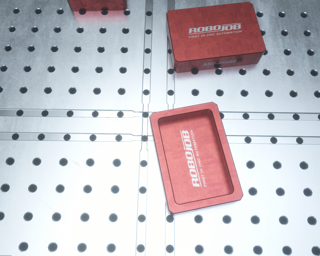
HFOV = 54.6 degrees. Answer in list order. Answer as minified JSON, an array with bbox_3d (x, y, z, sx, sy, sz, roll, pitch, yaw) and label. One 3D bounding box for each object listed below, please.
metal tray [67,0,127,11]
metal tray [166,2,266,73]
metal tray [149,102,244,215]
[{"bbox_3d":[-0.099,-0.252,0.501,0.090,0.030,0.130,-1,70,-1],"label":"metal tray"},{"bbox_3d":[0.079,-0.135,0.459,0.131,0.030,0.090,-7,70,-3],"label":"metal tray"},{"bbox_3d":[0.042,0.037,0.395,0.091,0.030,0.130,-11,70,-4],"label":"metal tray"}]
